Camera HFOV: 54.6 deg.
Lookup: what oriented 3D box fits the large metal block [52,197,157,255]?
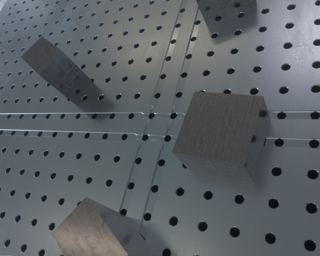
[{"bbox_3d":[-0.052,0.127,0.323,0.050,0.080,0.080,-47,51,-5],"label":"large metal block"}]

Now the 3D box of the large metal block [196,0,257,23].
[{"bbox_3d":[0.095,-0.221,0.479,0.080,0.050,0.080,-18,55,18],"label":"large metal block"}]

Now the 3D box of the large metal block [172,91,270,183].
[{"bbox_3d":[0.071,0.008,0.351,0.080,0.050,0.080,8,66,32],"label":"large metal block"}]

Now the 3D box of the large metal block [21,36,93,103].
[{"bbox_3d":[-0.174,-0.099,0.527,0.050,0.080,0.080,-48,51,-5],"label":"large metal block"}]
